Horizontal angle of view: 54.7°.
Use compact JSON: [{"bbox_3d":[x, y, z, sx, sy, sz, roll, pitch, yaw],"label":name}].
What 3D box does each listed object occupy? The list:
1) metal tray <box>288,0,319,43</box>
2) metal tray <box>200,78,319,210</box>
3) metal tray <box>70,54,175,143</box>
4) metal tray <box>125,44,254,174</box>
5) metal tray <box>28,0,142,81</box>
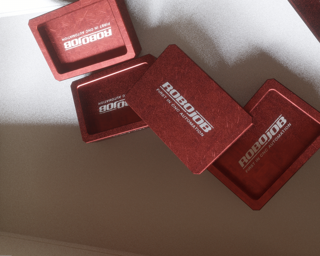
[{"bbox_3d":[0.158,-0.133,0.299,0.030,0.130,0.090,-34,79,17],"label":"metal tray"},{"bbox_3d":[0.122,0.019,0.364,0.090,0.030,0.130,42,103,15],"label":"metal tray"},{"bbox_3d":[-0.053,-0.037,0.426,0.130,0.030,0.090,-15,85,19],"label":"metal tray"},{"bbox_3d":[0.032,-0.022,0.364,0.130,0.030,0.090,47,104,14],"label":"metal tray"},{"bbox_3d":[-0.101,-0.124,0.422,0.130,0.030,0.090,-12,114,19],"label":"metal tray"}]
